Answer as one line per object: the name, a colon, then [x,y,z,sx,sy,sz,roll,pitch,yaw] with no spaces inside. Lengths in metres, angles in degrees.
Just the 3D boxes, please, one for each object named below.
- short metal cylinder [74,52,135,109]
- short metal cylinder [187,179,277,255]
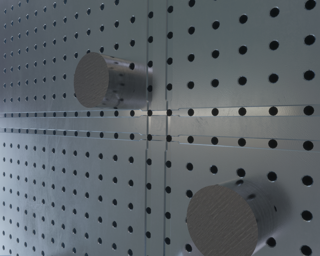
short metal cylinder: [-0.083,-0.069,0.462,0.080,0.050,0.079,0,90,40]
short metal cylinder: [0.076,0.097,0.330,0.080,0.050,0.079,0,90,40]
